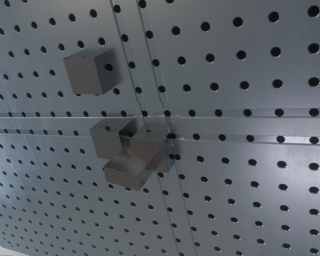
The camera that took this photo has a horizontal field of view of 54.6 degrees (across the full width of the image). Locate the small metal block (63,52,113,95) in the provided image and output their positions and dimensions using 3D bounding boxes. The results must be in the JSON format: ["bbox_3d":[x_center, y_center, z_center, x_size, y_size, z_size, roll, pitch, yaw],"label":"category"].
[{"bbox_3d":[-0.096,-0.073,0.417,0.050,0.025,0.050,4,121,26],"label":"small metal block"}]

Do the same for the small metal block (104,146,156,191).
[{"bbox_3d":[-0.039,0.053,0.417,0.050,0.050,0.025,12,124,22],"label":"small metal block"}]

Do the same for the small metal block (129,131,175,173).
[{"bbox_3d":[-0.010,0.033,0.438,0.050,0.025,0.050,3,120,27],"label":"small metal block"}]

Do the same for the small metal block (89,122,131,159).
[{"bbox_3d":[-0.071,0.020,0.462,0.050,0.025,0.050,5,121,26],"label":"small metal block"}]
